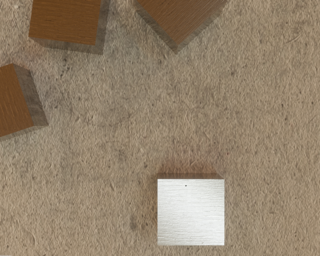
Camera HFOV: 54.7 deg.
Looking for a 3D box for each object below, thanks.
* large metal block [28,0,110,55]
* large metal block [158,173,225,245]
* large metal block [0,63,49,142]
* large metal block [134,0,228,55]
[{"bbox_3d":[-0.113,-0.144,0.396,0.080,0.050,0.080,8,90,0],"label":"large metal block"},{"bbox_3d":[0.037,0.101,0.398,0.081,0.050,0.080,0,90,0],"label":"large metal block"},{"bbox_3d":[-0.202,-0.028,0.396,0.080,0.050,0.080,-19,90,0],"label":"large metal block"},{"bbox_3d":[0.025,-0.156,0.397,0.080,0.050,0.080,-42,90,0],"label":"large metal block"}]
